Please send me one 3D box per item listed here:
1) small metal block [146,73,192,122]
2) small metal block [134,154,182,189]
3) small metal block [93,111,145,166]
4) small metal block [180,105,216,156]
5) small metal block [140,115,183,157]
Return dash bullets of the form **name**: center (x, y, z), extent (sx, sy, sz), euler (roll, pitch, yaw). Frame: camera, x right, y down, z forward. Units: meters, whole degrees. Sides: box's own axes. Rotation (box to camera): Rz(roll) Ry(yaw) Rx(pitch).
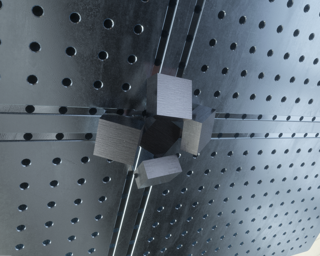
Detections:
- **small metal block**: center (0.012, -0.036, 0.381), extent (0.050, 0.025, 0.050), euler (6, 79, -31)
- **small metal block**: center (-0.004, 0.061, 0.432), extent (0.050, 0.025, 0.050), euler (-9, 158, -24)
- **small metal block**: center (-0.050, 0.013, 0.378), extent (0.050, 0.025, 0.050), euler (16, 115, 2)
- **small metal block**: center (0.053, 0.002, 0.428), extent (0.050, 0.025, 0.050), euler (-38, 141, -51)
- **small metal block**: center (-0.004, 0.006, 0.414), extent (0.050, 0.025, 0.050), euler (-49, 129, 6)
